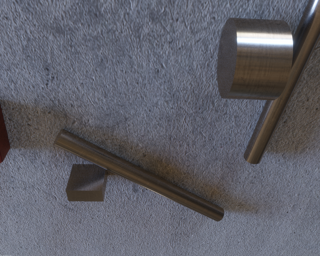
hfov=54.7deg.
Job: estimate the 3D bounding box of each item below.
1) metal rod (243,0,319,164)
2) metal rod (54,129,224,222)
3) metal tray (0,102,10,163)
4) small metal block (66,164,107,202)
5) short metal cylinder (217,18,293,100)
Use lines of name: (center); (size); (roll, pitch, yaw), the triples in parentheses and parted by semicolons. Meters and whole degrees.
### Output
metal rod: (0.151, -0.070, 0.350); (0.025, 0.025, 0.298); (5, 130, -5)
metal rod: (-0.017, 0.081, 0.475); (0.301, 0.025, 0.025); (30, 124, -24)
metal tray: (-0.272, 0.000, 0.399); (0.131, 0.030, 0.089); (6, 130, -6)
small metal block: (-0.107, 0.080, 0.458); (0.050, 0.050, 0.025); (1, 130, -2)
short metal cylinder: (0.092, -0.069, 0.314); (0.050, 0.080, 0.079); (2, 130, -2)
